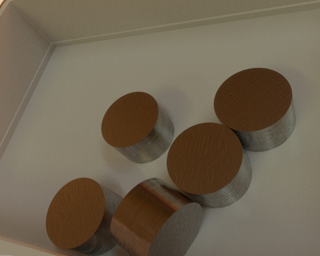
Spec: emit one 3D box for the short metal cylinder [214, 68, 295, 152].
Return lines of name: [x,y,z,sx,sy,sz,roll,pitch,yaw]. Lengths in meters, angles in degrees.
short metal cylinder: [0.106,-0.020,0.346,0.080,0.050,0.080,-13,56,20]

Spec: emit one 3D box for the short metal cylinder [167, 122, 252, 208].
short metal cylinder: [0.054,0.041,0.335,0.080,0.050,0.080,-13,56,20]

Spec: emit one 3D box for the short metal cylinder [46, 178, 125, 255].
short metal cylinder: [-0.086,0.105,0.368,0.080,0.050,0.080,-13,56,20]

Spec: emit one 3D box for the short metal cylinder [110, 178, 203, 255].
short metal cylinder: [-0.002,0.097,0.311,0.050,0.080,0.080,28,77,37]

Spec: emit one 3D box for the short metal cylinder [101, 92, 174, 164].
short metal cylinder: [-0.028,0.000,0.403,0.080,0.050,0.080,-13,56,20]
